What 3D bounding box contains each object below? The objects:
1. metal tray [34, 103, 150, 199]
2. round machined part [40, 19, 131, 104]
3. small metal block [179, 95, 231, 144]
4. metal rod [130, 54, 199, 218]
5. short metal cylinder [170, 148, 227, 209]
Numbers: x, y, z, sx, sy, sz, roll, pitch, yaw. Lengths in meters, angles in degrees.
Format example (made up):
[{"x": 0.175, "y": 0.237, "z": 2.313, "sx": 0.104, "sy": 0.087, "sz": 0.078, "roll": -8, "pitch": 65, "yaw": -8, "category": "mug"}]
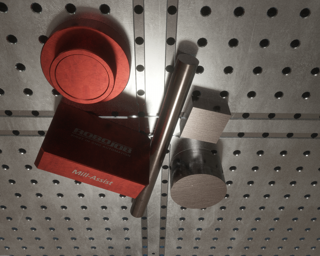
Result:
[{"x": -0.078, "y": 0.028, "z": 0.391, "sx": 0.131, "sy": 0.090, "sz": 0.030, "roll": 22, "pitch": 127, "yaw": -18, "category": "metal tray"}, {"x": -0.082, "y": -0.066, "z": 0.343, "sx": 0.099, "sy": 0.042, "sz": 0.097, "roll": -1, "pitch": 130, "yaw": 0, "category": "round machined part"}, {"x": 0.058, "y": -0.010, "z": 0.404, "sx": 0.050, "sy": 0.025, "sz": 0.050, "roll": 12, "pitch": 129, "yaw": -10, "category": "small metal block"}, {"x": -0.004, "y": 0.034, "z": 0.440, "sx": 0.025, "sy": 0.025, "sz": 0.298, "roll": 10, "pitch": 129, "yaw": -9, "category": "metal rod"}, {"x": 0.055, "y": 0.076, "z": 0.461, "sx": 0.081, "sy": 0.050, "sz": 0.079, "roll": -1, "pitch": 130, "yaw": 0, "category": "short metal cylinder"}]
